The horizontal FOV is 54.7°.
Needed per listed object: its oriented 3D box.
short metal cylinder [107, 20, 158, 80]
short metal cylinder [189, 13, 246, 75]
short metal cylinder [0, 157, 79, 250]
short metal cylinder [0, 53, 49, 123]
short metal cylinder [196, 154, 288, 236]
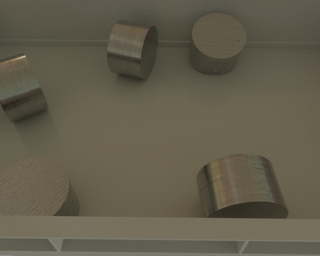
[{"bbox_3d":[-0.039,-0.118,0.468,0.050,0.080,0.080,14,51,11],"label":"short metal cylinder"},{"bbox_3d":[0.087,-0.129,0.482,0.081,0.050,0.080,0,71,-1],"label":"short metal cylinder"},{"bbox_3d":[-0.130,0.078,0.323,0.080,0.050,0.080,0,50,0],"label":"short metal cylinder"},{"bbox_3d":[-0.190,-0.053,0.413,0.050,0.080,0.080,-26,55,-20],"label":"short metal cylinder"},{"bbox_3d":[0.080,0.069,0.312,0.081,0.080,0.050,-3,50,-2],"label":"short metal cylinder"}]
